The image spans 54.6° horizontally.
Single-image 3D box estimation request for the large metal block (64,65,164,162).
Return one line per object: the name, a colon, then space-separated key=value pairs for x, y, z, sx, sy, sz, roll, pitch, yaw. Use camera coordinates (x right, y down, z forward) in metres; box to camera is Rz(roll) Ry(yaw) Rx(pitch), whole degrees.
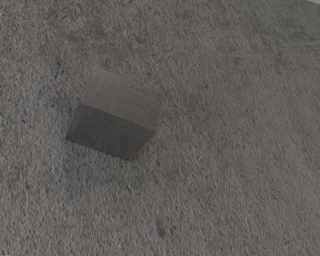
large metal block: x=-0.053 y=-0.012 z=0.347 sx=0.080 sy=0.080 sz=0.050 roll=21 pitch=54 yaw=-16
